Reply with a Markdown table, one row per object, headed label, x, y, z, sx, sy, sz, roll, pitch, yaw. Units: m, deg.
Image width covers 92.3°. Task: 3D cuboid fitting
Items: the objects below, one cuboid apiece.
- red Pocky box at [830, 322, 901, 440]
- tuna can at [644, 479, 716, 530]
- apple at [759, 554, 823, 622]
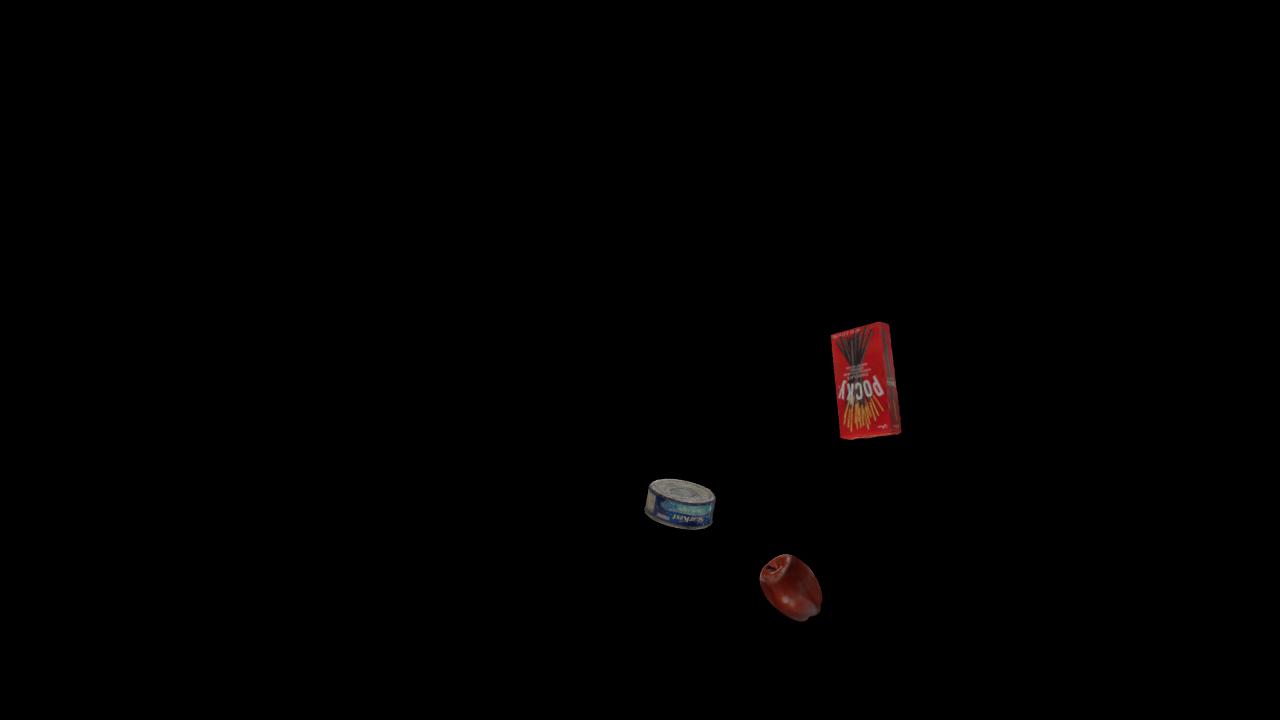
| label | x | y | z | sx | sy | sz | roll | pitch | yaw |
| --- | --- | --- | --- | --- | --- | --- | --- | --- | --- |
| red Pocky box | 0.313 | 0.030 | 0.856 | 0.028 | 0.155 | 0.083 | 9 | -17 | -35 |
| tuna can | 0.049 | 0.173 | 0.747 | 0.084 | 0.034 | 0.084 | 10 | 7 | -1 |
| apple | 0.214 | 0.325 | 0.879 | 0.079 | 0.093 | 0.079 | -43 | 2 | 2 |
